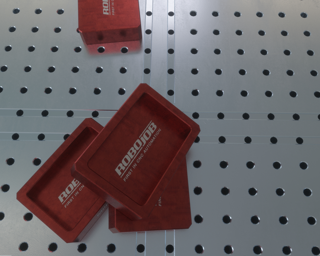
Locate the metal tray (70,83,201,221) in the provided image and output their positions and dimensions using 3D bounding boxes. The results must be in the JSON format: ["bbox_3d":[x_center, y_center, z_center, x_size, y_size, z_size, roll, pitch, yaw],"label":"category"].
[{"bbox_3d":[-0.022,0.023,0.345,0.090,0.030,0.130,38,60,-6],"label":"metal tray"}]

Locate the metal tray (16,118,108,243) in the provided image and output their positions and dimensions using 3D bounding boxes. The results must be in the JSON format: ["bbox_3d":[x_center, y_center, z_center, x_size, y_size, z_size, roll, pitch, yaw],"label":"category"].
[{"bbox_3d":[-0.096,0.062,0.385,0.090,0.030,0.130,36,74,12],"label":"metal tray"}]

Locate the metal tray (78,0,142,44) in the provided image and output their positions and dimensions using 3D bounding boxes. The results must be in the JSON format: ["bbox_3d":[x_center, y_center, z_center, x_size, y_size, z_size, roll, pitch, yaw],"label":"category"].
[{"bbox_3d":[-0.079,-0.196,0.480,0.091,0.030,0.130,-6,70,-2],"label":"metal tray"}]

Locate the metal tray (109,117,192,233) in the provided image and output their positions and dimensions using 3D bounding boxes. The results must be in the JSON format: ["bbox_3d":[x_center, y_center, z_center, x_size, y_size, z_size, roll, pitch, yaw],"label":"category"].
[{"bbox_3d":[-0.014,0.055,0.372,0.091,0.030,0.130,5,68,-22],"label":"metal tray"}]
